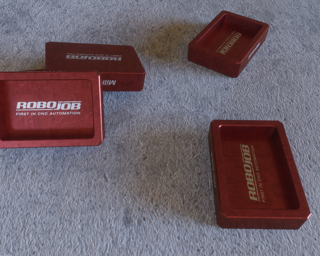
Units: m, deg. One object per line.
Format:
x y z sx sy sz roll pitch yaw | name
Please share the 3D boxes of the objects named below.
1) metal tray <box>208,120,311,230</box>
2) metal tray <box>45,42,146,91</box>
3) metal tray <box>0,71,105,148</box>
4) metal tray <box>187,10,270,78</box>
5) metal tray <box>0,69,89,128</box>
0.107 0.049 0.359 0.091 0.030 0.130 1 50 0 | metal tray
-0.095 -0.089 0.446 0.131 0.030 0.090 -2 39 -19 | metal tray
-0.136 -0.024 0.377 0.131 0.089 0.030 -1 11 -4 | metal tray
0.116 -0.145 0.522 0.090 0.030 0.131 27 55 20 | metal tray
-0.167 -0.043 0.434 0.131 0.030 0.090 -6 50 -6 | metal tray
